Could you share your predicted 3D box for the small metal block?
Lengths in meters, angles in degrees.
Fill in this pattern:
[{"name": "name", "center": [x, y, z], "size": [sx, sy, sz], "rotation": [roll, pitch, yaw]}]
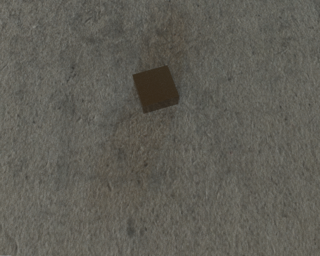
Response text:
[{"name": "small metal block", "center": [-0.006, -0.053, 0.428], "size": [0.050, 0.025, 0.050], "rotation": [-17, 71, -6]}]
